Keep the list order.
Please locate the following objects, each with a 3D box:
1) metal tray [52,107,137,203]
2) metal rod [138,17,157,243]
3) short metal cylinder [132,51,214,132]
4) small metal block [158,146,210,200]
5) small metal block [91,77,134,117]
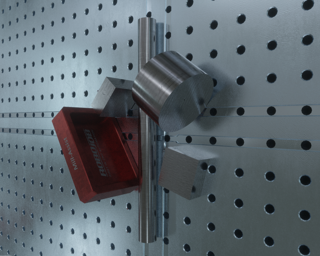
[{"bbox_3d":[-0.087,0.033,0.435,0.030,0.091,0.130,-40,66,33],"label":"metal tray"},{"bbox_3d":[-0.017,0.003,0.421,0.025,0.025,0.298,0,90,39],"label":"metal rod"},{"bbox_3d":[0.015,-0.042,0.359,0.050,0.081,0.080,45,117,30],"label":"short metal cylinder"},{"bbox_3d":[0.029,0.054,0.385,0.050,0.025,0.050,19,102,38],"label":"small metal block"},{"bbox_3d":[-0.062,-0.043,0.441,0.025,0.050,0.050,49,119,28],"label":"small metal block"}]
